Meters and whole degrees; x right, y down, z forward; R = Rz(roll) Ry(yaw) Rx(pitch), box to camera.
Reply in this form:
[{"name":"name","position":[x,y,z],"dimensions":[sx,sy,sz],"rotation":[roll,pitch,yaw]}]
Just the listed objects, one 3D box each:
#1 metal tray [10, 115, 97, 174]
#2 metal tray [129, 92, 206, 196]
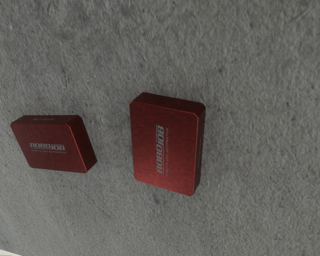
[{"name":"metal tray","position":[-0.175,0.025,0.509],"dimensions":[0.130,0.030,0.089],"rotation":[1,119,27]},{"name":"metal tray","position":[0.009,0.023,0.412],"dimensions":[0.090,0.030,0.129],"rotation":[13,124,20]}]
